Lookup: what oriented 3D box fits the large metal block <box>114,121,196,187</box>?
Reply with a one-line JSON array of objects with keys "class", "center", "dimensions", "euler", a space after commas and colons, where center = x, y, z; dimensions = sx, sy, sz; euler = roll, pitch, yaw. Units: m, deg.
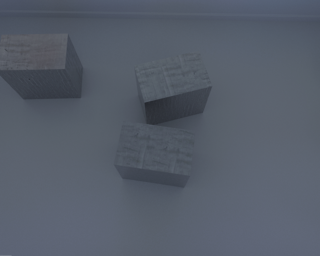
[{"class": "large metal block", "center": [-0.005, 0.034, 0.368], "dimensions": [0.080, 0.080, 0.050], "euler": [8, 70, 2]}]

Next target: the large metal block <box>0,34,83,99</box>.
[{"class": "large metal block", "center": [-0.152, -0.078, 0.407], "dimensions": [0.081, 0.080, 0.050], "euler": [-2, 70, -1]}]

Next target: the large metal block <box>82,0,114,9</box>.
[{"class": "large metal block", "center": [-0.110, -0.246, 0.470], "dimensions": [0.050, 0.080, 0.080], "euler": [-24, 72, -11]}]

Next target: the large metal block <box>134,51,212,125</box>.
[{"class": "large metal block", "center": [0.015, -0.048, 0.398], "dimensions": [0.081, 0.080, 0.050], "euler": [-14, 71, -6]}]
